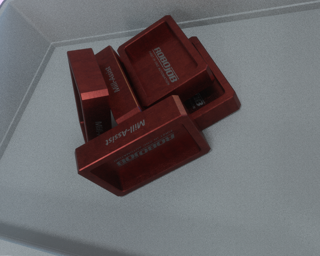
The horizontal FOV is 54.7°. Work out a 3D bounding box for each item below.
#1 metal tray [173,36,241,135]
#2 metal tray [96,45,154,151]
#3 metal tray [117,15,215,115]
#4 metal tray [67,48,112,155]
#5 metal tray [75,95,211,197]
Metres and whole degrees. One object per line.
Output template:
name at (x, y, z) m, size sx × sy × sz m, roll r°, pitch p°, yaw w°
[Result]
metal tray at (0.037, -0.057, 0.416) m, size 0.090 × 0.030 × 0.130 m, roll -31°, pitch 51°, yaw 10°
metal tray at (-0.038, -0.037, 0.402) m, size 0.030 × 0.090 × 0.130 m, roll -32°, pitch 52°, yaw 7°
metal tray at (0.003, -0.085, 0.411) m, size 0.090 × 0.030 × 0.130 m, roll -32°, pitch 51°, yaw 7°
metal tray at (-0.087, -0.023, 0.396) m, size 0.030 × 0.129 × 0.090 m, roll -13°, pitch 50°, yaw -17°
metal tray at (-0.017, 0.026, 0.354) m, size 0.130 × 0.090 × 0.030 m, roll -29°, pitch 52°, yaw 10°
